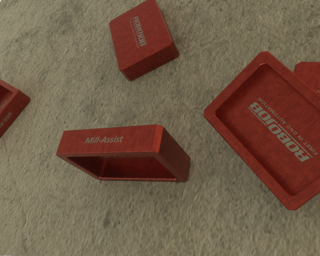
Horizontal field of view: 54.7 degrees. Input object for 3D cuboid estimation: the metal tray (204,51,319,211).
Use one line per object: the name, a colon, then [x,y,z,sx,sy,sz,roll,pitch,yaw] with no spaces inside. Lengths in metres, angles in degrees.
metal tray: [0.117,0.001,0.300,0.090,0.030,0.130,-47,64,19]

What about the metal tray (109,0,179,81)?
metal tray: [-0.030,-0.147,0.505,0.090,0.030,0.130,-25,53,12]

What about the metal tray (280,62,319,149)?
metal tray: [0.197,-0.020,0.309,0.130,0.030,0.090,10,66,32]

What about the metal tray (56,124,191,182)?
metal tray: [-0.041,0.033,0.361,0.130,0.090,0.030,-4,60,26]

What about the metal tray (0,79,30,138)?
metal tray: [-0.312,-0.023,0.575,0.090,0.030,0.130,25,75,36]
